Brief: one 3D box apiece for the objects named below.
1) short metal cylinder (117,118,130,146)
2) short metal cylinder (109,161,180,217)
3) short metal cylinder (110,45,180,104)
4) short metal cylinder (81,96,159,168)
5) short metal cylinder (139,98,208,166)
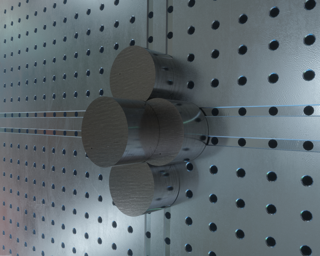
[{"bbox_3d":[-0.053,0.004,0.437,0.080,0.050,0.079,0,90,40],"label":"short metal cylinder"},{"bbox_3d":[-0.022,0.072,0.410,0.080,0.050,0.080,-2,87,39],"label":"short metal cylinder"},{"bbox_3d":[-0.021,-0.064,0.410,0.080,0.050,0.079,0,90,39],"label":"short metal cylinder"},{"bbox_3d":[-0.048,0.004,0.366,0.080,0.050,0.079,0,90,40],"label":"short metal cylinder"},{"bbox_3d":[0.012,0.004,0.383,0.080,0.050,0.080,0,90,40],"label":"short metal cylinder"}]
